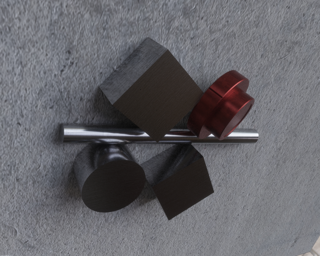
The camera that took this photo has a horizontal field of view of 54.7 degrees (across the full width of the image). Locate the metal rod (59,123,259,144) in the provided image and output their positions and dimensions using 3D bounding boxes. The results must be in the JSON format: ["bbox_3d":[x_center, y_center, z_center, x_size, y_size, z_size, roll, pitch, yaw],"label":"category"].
[{"bbox_3d":[0.019,0.010,0.428,0.303,0.025,0.025,2,118,-30],"label":"metal rod"}]

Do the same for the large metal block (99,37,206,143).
[{"bbox_3d":[-0.008,-0.043,0.360,0.080,0.050,0.080,-45,130,3],"label":"large metal block"}]

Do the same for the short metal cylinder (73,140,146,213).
[{"bbox_3d":[-0.065,0.060,0.395,0.081,0.050,0.079,-14,125,-21],"label":"short metal cylinder"}]

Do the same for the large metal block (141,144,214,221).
[{"bbox_3d":[0.025,0.075,0.454,0.080,0.050,0.080,-29,129,-10],"label":"large metal block"}]

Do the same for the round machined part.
[{"bbox_3d":[0.084,-0.023,0.401,0.098,0.042,0.098,-41,159,-19],"label":"round machined part"}]
